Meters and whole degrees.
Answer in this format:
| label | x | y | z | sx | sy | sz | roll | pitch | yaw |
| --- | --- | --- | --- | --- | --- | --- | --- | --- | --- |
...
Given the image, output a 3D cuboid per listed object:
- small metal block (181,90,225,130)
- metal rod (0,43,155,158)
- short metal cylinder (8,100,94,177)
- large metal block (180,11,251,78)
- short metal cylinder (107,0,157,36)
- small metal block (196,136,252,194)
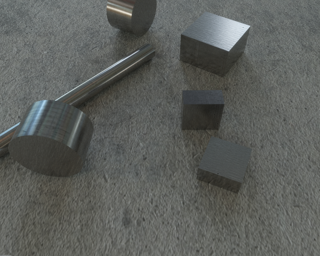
| label | x | y | z | sx | sy | sz | roll | pitch | yaw |
| --- | --- | --- | --- | --- | --- | --- | --- | --- | --- |
| small metal block | 0.054 | -0.023 | 0.407 | 0.050 | 0.050 | 0.025 | -1 | 50 | -1 |
| metal rod | -0.119 | -0.043 | 0.438 | 0.025 | 0.025 | 0.302 | 35 | 58 | 26 |
| short metal cylinder | -0.122 | 0.014 | 0.355 | 0.080 | 0.080 | 0.050 | 4 | 50 | 3 |
| large metal block | 0.088 | -0.137 | 0.503 | 0.080 | 0.050 | 0.080 | 27 | 55 | 20 |
| short metal cylinder | -0.048 | -0.208 | 0.542 | 0.050 | 0.080 | 0.080 | 25 | 54 | 19 |
| small metal block | 0.076 | 0.043 | 0.368 | 0.050 | 0.025 | 0.050 | 18 | 52 | 14 |
